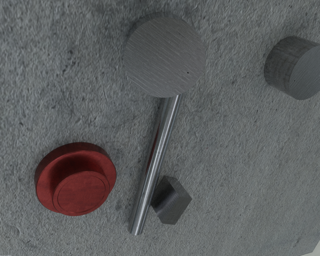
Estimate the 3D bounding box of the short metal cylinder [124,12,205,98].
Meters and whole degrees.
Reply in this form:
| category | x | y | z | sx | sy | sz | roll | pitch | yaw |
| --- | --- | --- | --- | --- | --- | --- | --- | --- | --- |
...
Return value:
| category | x | y | z | sx | sy | sz | roll | pitch | yaw |
| --- | --- | --- | --- | --- | --- | --- | --- | --- | --- |
| short metal cylinder | 0.003 | -0.078 | 0.327 | 0.081 | 0.050 | 0.079 | -2 | 116 | -4 |

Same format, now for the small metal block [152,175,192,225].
| category | x | y | z | sx | sy | sz | roll | pitch | yaw |
| --- | --- | --- | --- | --- | --- | --- | --- | --- | --- |
| small metal block | 0.014 | 0.108 | 0.465 | 0.025 | 0.050 | 0.050 | 20 | 108 | -36 |

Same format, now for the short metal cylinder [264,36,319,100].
| category | x | y | z | sx | sy | sz | roll | pitch | yaw |
| --- | --- | --- | --- | --- | --- | --- | --- | --- | --- |
| short metal cylinder | 0.199 | -0.087 | 0.446 | 0.081 | 0.050 | 0.079 | -14 | 124 | -21 |

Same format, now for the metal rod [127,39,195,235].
| category | x | y | z | sx | sy | sz | roll | pitch | yaw |
| --- | --- | --- | --- | --- | --- | --- | --- | --- | --- |
| metal rod | -0.003 | 0.027 | 0.422 | 0.025 | 0.025 | 0.298 | 1 | 118 | -29 |

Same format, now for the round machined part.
| category | x | y | z | sx | sy | sz | roll | pitch | yaw |
| --- | --- | --- | --- | --- | --- | --- | --- | --- | --- |
| round machined part | -0.101 | 0.070 | 0.384 | 0.099 | 0.042 | 0.097 | -14 | 124 | -21 |
